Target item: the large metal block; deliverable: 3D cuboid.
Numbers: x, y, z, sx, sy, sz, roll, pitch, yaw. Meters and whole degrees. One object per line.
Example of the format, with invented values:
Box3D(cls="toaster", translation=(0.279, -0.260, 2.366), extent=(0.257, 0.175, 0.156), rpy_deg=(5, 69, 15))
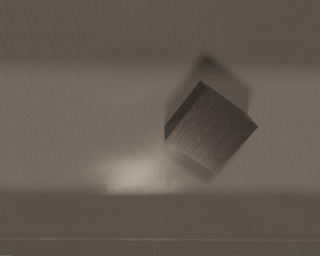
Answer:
Box3D(cls="large metal block", translation=(0.062, -0.002, 0.398), extent=(0.080, 0.050, 0.080), rpy_deg=(34, 106, -12))
